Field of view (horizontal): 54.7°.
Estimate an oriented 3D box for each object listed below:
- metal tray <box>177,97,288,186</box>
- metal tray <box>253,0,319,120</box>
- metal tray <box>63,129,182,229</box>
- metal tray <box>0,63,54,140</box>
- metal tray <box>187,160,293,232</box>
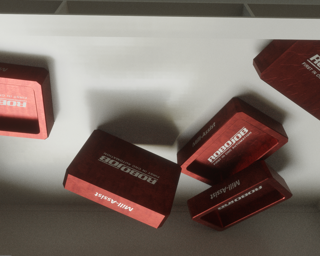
[{"bbox_3d":[0.096,0.028,0.430,0.090,0.030,0.129,27,125,-21],"label":"metal tray"},{"bbox_3d":[0.181,-0.066,0.343,0.131,0.030,0.090,26,126,-28],"label":"metal tray"},{"bbox_3d":[-0.044,0.061,0.398,0.131,0.090,0.030,24,127,-2],"label":"metal tray"},{"bbox_3d":[-0.202,-0.034,0.374,0.131,0.030,0.089,6,130,-6],"label":"metal tray"},{"bbox_3d":[0.118,0.105,0.460,0.130,0.030,0.090,-34,136,20],"label":"metal tray"}]
